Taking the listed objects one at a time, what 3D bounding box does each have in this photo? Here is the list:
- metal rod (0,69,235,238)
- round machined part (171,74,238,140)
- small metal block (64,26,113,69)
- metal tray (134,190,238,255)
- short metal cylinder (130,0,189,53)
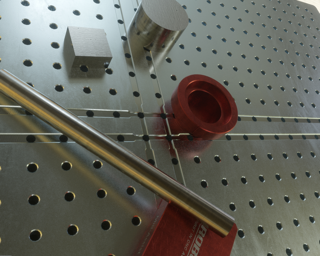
[{"bbox_3d":[-0.054,0.026,0.339,0.301,0.025,0.025,33,51,2],"label":"metal rod"},{"bbox_3d":[0.060,-0.026,0.447,0.099,0.042,0.098,14,56,-21],"label":"round machined part"},{"bbox_3d":[-0.098,-0.110,0.423,0.050,0.025,0.050,-5,64,-31],"label":"small metal block"},{"bbox_3d":[0.024,0.139,0.334,0.090,0.030,0.130,36,51,-5],"label":"metal tray"},{"bbox_3d":[-0.001,-0.169,0.496,0.081,0.050,0.080,14,56,-21],"label":"short metal cylinder"}]
